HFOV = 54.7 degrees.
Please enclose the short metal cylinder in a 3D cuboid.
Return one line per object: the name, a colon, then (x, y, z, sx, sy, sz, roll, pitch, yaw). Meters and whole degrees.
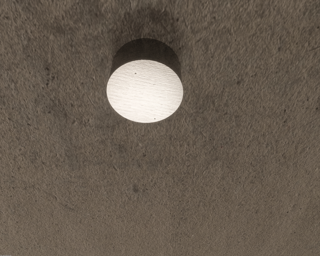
short metal cylinder: (-0.016, -0.052, 0.346, 0.081, 0.050, 0.079, 0, 130, 0)
